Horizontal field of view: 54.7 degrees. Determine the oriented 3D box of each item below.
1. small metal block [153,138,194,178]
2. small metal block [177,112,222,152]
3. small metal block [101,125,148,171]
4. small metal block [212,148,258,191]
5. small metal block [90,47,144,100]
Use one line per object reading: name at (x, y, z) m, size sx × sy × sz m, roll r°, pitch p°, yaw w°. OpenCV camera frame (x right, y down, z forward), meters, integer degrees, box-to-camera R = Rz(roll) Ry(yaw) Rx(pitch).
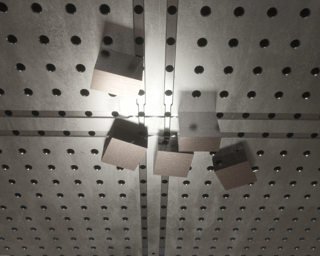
small metal block at (0.018, 0.044, 0.450) m, size 0.050 × 0.025 × 0.050 m, roll 6°, pitch 130°, yaw -6°
small metal block at (0.049, 0.004, 0.400) m, size 0.050 × 0.050 × 0.025 m, roll 0°, pitch 130°, yaw -1°
small metal block at (-0.050, 0.029, 0.436) m, size 0.050 × 0.025 × 0.050 m, roll 19°, pitch 128°, yaw -16°
small metal block at (0.113, 0.064, 0.468) m, size 0.050 × 0.025 × 0.050 m, roll -21°, pitch 127°, yaw 17°
small metal block at (-0.046, -0.061, 0.343) m, size 0.050 × 0.050 × 0.025 m, roll 13°, pitch 129°, yaw -11°
